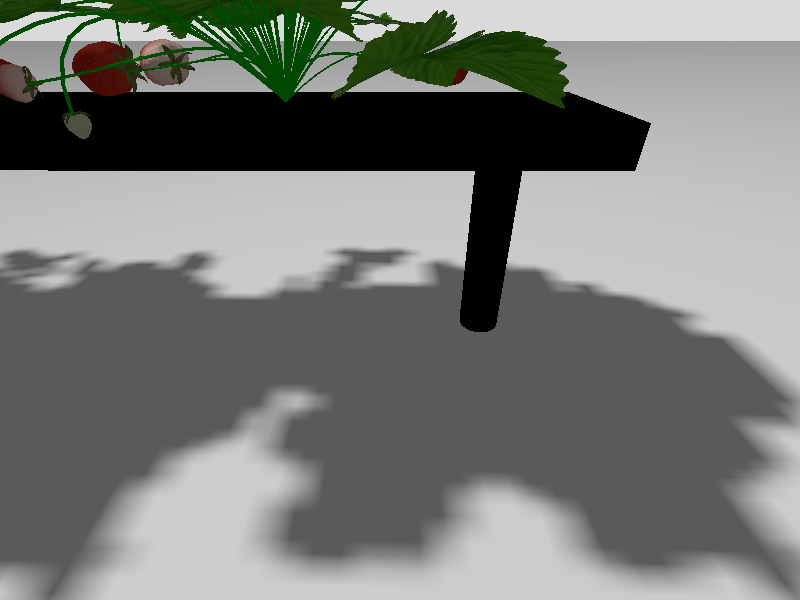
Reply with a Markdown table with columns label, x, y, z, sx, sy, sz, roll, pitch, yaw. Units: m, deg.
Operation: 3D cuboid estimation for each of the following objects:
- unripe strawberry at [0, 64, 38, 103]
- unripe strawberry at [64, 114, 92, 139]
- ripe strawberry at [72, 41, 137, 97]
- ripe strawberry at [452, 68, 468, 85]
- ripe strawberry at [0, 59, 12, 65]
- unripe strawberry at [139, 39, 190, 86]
| label | x | y | z | sx | sy | sz | roll | pitch | yaw |
| --- | --- | --- | --- | --- | --- | --- | --- | --- | --- |
| unripe strawberry | -0.292 | -0.163 | 0.302 | 0.026 | 0.026 | 0.029 | -2 | 34 | -2 |
| unripe strawberry | -0.160 | -0.087 | 0.200 | 0.011 | 0.011 | 0.011 | 16 | 37 | 22 |
| ripe strawberry | -0.241 | -0.188 | 0.326 | 0.045 | 0.038 | 0.044 | 5 | 34 | 8 |
| ripe strawberry | 0.051 | -0.228 | 0.392 | 0.036 | 0.031 | 0.036 | -22 | 40 | -29 |
| ripe strawberry | -0.364 | -0.206 | 0.362 | 0.032 | 0.028 | 0.032 | -11 | 36 | -17 |
| unripe strawberry | -0.229 | -0.230 | 0.388 | 0.045 | 0.038 | 0.045 | 21 | 40 | 29 |
